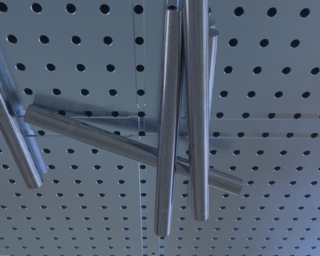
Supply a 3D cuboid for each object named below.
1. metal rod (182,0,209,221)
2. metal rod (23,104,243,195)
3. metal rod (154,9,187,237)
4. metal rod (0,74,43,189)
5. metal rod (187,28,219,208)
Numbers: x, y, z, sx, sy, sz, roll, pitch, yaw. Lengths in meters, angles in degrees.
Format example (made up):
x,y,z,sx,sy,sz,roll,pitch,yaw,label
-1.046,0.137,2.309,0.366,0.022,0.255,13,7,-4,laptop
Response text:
x,y,z,sx,sy,sz,roll,pitch,yaw,label
0.044,-0.005,0.359,0.025,0.025,0.298,-4,121,3,metal rod
-0.028,0.032,0.417,0.302,0.025,0.025,20,127,-9,metal rod
0.010,0.014,0.378,0.025,0.025,0.298,2,117,-2,metal rod
-0.197,-0.028,0.384,0.025,0.025,0.298,-1,130,0,metal rod
0.054,0.013,0.423,0.025,0.025,0.298,-2,130,1,metal rod
